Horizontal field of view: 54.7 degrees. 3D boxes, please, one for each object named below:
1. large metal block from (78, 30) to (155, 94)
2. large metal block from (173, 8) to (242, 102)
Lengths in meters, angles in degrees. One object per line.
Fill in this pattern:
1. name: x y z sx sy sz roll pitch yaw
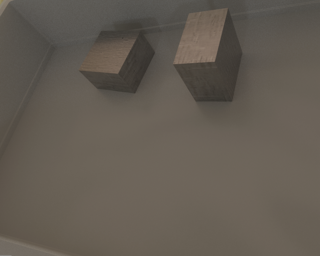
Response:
1. large metal block: -0.067 -0.105 0.487 0.080 0.050 0.080 11 67 32
2. large metal block: 0.064 -0.088 0.390 0.050 0.080 0.080 3 63 29
